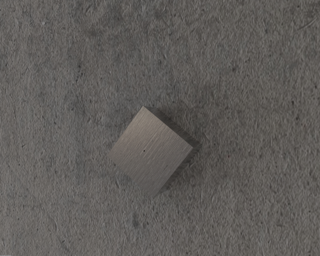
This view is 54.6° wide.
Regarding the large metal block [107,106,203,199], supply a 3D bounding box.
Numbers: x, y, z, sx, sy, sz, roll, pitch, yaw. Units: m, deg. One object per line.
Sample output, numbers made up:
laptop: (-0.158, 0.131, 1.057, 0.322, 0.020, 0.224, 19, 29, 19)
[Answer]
large metal block: (-0.006, 0.029, 0.398, 0.080, 0.050, 0.080, 40, 103, 15)
